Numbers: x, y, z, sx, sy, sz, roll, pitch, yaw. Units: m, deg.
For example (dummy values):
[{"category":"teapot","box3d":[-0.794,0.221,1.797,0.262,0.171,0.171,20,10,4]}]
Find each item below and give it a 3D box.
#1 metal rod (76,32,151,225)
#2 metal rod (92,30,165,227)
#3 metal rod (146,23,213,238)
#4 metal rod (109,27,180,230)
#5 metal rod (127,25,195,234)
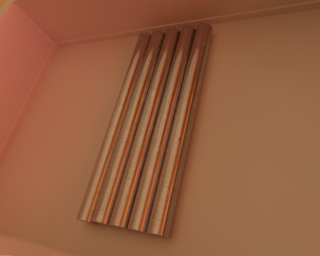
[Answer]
[{"category":"metal rod","box3d":[-0.057,-0.016,0.444,0.025,0.025,0.300,0,62,28]},{"category":"metal rod","box3d":[-0.035,-0.017,0.433,0.025,0.025,0.300,0,62,28]},{"category":"metal rod","box3d":[0.032,-0.015,0.397,0.025,0.025,0.300,0,62,28]},{"category":"metal rod","box3d":[-0.013,-0.016,0.421,0.025,0.025,0.300,0,62,28]},{"category":"metal rod","box3d":[0.010,-0.016,0.409,0.025,0.025,0.300,0,62,28]}]
